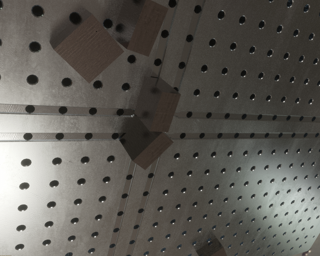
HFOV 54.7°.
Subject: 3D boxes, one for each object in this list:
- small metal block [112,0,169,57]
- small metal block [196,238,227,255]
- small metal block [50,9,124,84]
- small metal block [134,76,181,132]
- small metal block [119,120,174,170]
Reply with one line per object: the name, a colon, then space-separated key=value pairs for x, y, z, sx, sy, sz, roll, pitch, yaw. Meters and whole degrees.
small metal block: x=-0.022 y=-0.107 z=0.317 sx=0.025 sy=0.050 sz=0.050 roll=12 pitch=112 yaw=-34
small metal block: x=0.107 y=0.260 z=0.634 sx=0.050 sy=0.025 sz=0.050 roll=-31 pitch=129 yaw=-9
small metal block: x=-0.075 y=-0.084 z=0.320 sx=0.050 sy=0.025 sz=0.050 roll=-43 pitch=130 yaw=1
small metal block: x=-0.005 y=-0.029 z=0.376 sx=0.025 sy=0.050 sz=0.050 roll=4 pitch=117 yaw=-31
small metal block: x=-0.018 y=0.017 z=0.397 sx=0.050 sy=0.050 sz=0.025 roll=-45 pitch=130 yaw=2
